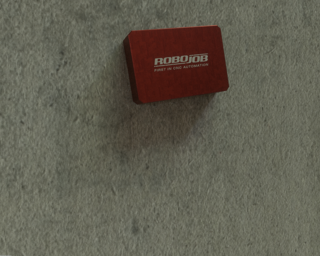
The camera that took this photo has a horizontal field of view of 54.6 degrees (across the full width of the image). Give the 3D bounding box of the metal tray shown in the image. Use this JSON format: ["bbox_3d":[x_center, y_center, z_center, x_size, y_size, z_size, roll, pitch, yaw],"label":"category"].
[{"bbox_3d":[0.023,-0.085,0.415,0.131,0.030,0.090,-10,94,-20],"label":"metal tray"}]
